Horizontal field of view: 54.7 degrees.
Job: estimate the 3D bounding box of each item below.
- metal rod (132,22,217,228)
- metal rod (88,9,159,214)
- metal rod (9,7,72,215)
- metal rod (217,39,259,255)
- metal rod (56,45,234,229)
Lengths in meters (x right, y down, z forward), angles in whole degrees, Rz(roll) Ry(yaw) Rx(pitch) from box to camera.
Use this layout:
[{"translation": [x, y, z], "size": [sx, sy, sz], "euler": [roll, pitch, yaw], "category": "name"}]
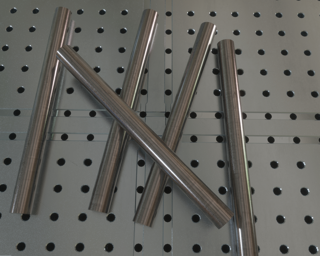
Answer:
[{"translation": [0.026, -0.018, 0.418], "size": [0.025, 0.025, 0.299], "euler": [18, 71, 6], "category": "metal rod"}, {"translation": [-0.045, -0.036, 0.424], "size": [0.025, 0.025, 0.299], "euler": [11, 70, 4], "category": "metal rod"}, {"translation": [-0.158, -0.037, 0.423], "size": [0.025, 0.025, 0.299], "euler": [4, 70, 1], "category": "metal rod"}, {"translation": [0.099, 0.016, 0.406], "size": [0.025, 0.025, 0.299], "euler": [-1, 70, -1], "category": "metal rod"}, {"translation": [-0.028, 0.001, 0.383], "size": [0.025, 0.025, 0.300], "euler": [-41, 75, -14], "category": "metal rod"}]
